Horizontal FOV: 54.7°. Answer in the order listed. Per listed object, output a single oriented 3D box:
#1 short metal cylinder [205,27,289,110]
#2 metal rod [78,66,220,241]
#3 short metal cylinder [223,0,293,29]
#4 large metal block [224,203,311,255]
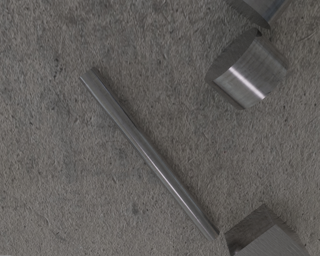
[{"bbox_3d":[0.098,-0.067,0.357,0.050,0.080,0.080,39,105,-13],"label":"short metal cylinder"},{"bbox_3d":[-0.006,0.046,0.426,0.025,0.025,0.300,-33,107,11],"label":"metal rod"},{"bbox_3d":[0.101,-0.149,0.327,0.080,0.080,0.050,33,107,-12],"label":"short metal cylinder"},{"bbox_3d":[0.157,0.174,0.462,0.080,0.050,0.080,43,104,-14],"label":"large metal block"}]
